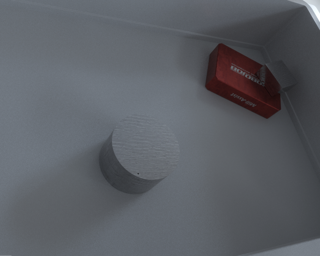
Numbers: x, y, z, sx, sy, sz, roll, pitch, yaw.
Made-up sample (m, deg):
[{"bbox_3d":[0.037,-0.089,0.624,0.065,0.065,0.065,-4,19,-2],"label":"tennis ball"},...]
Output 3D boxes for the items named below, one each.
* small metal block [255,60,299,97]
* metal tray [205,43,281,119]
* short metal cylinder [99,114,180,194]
[{"bbox_3d":[0.200,-0.086,0.529,0.050,0.025,0.050,-19,72,-36],"label":"small metal block"},{"bbox_3d":[0.145,-0.081,0.533,0.131,0.030,0.090,24,53,-14],"label":"metal tray"},{"bbox_3d":[-0.024,0.031,0.359,0.081,0.050,0.080,14,56,-21],"label":"short metal cylinder"}]
